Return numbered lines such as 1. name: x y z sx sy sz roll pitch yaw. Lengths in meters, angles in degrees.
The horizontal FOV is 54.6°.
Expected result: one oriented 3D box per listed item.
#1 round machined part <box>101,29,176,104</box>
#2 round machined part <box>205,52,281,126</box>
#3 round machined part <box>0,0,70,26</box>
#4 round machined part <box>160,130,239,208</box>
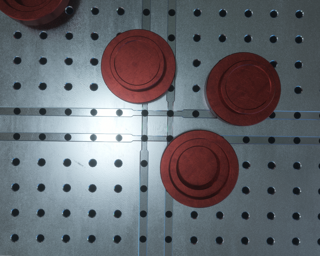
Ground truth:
1. round machined part: -0.028 -0.081 0.405 0.099 0.042 0.097 0 90 0
2. round machined part: 0.110 -0.051 0.405 0.099 0.042 0.097 0 90 0
3. round machined part: -0.164 -0.182 0.404 0.099 0.042 0.097 0 90 0
4. round machined part: 0.049 0.051 0.405 0.099 0.042 0.097 0 90 0
